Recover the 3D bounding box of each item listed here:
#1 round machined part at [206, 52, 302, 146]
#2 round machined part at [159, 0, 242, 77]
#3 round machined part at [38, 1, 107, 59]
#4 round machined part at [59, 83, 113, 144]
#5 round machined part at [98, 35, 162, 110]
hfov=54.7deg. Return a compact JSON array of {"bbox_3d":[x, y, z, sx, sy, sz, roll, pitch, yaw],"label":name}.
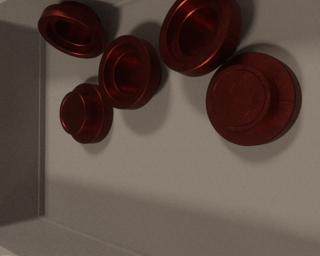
[{"bbox_3d":[0.089,-0.030,0.321,0.098,0.042,0.097,0,90,39],"label":"round machined part"},{"bbox_3d":[0.048,-0.104,0.347,0.098,0.042,0.098,-12,72,42],"label":"round machined part"},{"bbox_3d":[-0.128,-0.152,0.469,0.098,0.098,0.042,-6,62,39],"label":"round machined part"},{"bbox_3d":[-0.123,-0.023,0.495,0.098,0.042,0.097,0,90,39],"label":"round machined part"},{"bbox_3d":[-0.037,-0.074,0.424,0.098,0.042,0.097,0,90,39],"label":"round machined part"}]
